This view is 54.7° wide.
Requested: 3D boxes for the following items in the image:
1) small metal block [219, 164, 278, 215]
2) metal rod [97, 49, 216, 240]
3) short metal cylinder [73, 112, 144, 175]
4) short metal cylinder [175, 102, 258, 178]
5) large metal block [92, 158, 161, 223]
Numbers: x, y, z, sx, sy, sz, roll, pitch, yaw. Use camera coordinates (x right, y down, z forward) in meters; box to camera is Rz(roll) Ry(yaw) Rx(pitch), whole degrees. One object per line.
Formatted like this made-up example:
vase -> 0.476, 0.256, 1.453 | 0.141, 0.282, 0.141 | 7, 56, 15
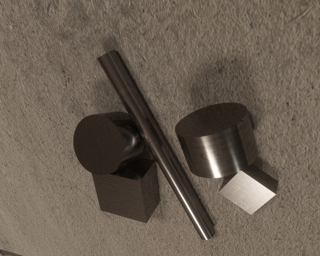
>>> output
small metal block -> 0.112, 0.075, 0.394 | 0.050, 0.025, 0.050 | 35, 129, 4
metal rod -> 0.002, 0.034, 0.424 | 0.025, 0.025, 0.299 | -18, 110, 34
short metal cylinder -> -0.069, 0.019, 0.421 | 0.080, 0.050, 0.079 | 4, 99, 27
short metal cylinder -> 0.063, 0.012, 0.345 | 0.080, 0.080, 0.050 | -8, 115, 31
large metal block -> -0.049, 0.088, 0.470 | 0.080, 0.050, 0.079 | 8, 122, 23
